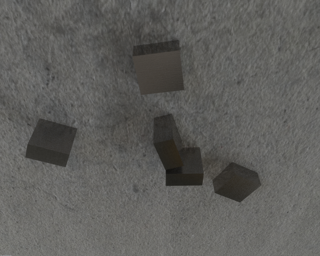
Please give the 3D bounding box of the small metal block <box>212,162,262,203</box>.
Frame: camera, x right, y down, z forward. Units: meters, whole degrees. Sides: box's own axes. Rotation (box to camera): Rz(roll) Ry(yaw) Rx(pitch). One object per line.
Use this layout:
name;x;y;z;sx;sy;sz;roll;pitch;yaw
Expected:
small metal block;0.119;0.085;0.482;0.050;0.025;0.050;24;126;-20

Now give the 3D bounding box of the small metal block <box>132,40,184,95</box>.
small metal block;-0.001;-0.068;0.350;0.050;0.025;0.050;-6;130;5

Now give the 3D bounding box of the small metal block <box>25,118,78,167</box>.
small metal block;-0.141;0.019;0.405;0.050;0.050;0.025;17;128;-14

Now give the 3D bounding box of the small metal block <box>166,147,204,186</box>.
small metal block;0.033;0.054;0.437;0.050;0.050;0.025;-1;130;0

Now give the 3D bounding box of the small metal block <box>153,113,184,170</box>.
small metal block;0.011;0.018;0.406;0.025;0.050;0.050;-14;129;11
